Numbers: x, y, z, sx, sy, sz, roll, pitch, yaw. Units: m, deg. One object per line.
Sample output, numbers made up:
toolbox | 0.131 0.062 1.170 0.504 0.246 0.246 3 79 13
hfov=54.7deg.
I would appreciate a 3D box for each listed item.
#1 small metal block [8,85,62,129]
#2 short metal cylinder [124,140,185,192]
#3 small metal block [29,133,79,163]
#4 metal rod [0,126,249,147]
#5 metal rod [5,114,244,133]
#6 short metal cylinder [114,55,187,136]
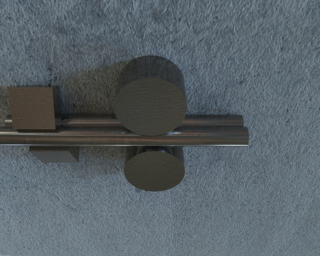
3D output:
small metal block | -0.149 -0.025 0.373 0.050 0.025 0.050 0 103 0
short metal cylinder | -0.007 0.043 0.429 0.081 0.050 0.079 0 130 0
small metal block | -0.140 0.028 0.418 0.050 0.025 0.050 0 157 -1
metal rod | -0.044 0.010 0.384 0.302 0.025 0.025 0 130 0
metal rod | -0.045 -0.005 0.404 0.302 0.025 0.025 0 130 -1
short metal cylinder | -0.010 -0.037 0.360 0.081 0.050 0.079 0 130 0
